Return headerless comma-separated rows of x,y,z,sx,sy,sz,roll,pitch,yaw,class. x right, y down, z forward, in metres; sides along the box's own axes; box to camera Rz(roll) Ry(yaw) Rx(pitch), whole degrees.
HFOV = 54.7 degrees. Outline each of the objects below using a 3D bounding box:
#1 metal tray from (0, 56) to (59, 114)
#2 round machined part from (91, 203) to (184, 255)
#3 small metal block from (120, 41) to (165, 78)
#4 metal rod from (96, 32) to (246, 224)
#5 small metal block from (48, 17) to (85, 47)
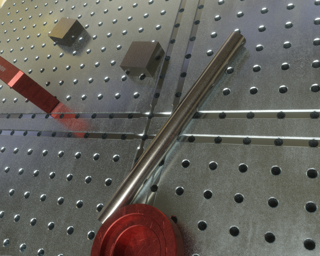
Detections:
-0.246,-0.081,0.545,0.130,0.090,0.030,30,79,37,metal tray
-0.020,0.133,0.326,0.098,0.042,0.098,-13,56,21,round machined part
-0.028,-0.109,0.490,0.050,0.025,0.050,10,67,32,small metal block
0.021,-0.005,0.400,0.025,0.025,0.300,28,77,37,metal rod
-0.190,-0.195,0.628,0.050,0.025,0.050,21,73,35,small metal block
